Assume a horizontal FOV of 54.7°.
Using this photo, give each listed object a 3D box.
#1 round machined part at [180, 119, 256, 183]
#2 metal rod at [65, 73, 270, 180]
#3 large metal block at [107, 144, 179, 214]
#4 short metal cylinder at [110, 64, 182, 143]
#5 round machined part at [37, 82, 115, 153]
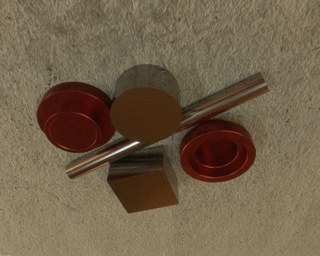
[{"bbox_3d":[0.076,0.027,0.421,0.099,0.042,0.097,0,130,0],"label":"round machined part"},{"bbox_3d":[-0.004,0.006,0.414,0.300,0.025,0.025,-25,126,19],"label":"metal rod"},{"bbox_3d":[-0.022,0.076,0.458,0.080,0.050,0.080,-13,129,11],"label":"large metal block"},{"bbox_3d":[-0.016,-0.029,0.367,0.081,0.050,0.079,0,130,0],"label":"short metal cylinder"},{"bbox_3d":[-0.105,-0.006,0.391,0.099,0.042,0.097,0,130,0],"label":"round machined part"}]
